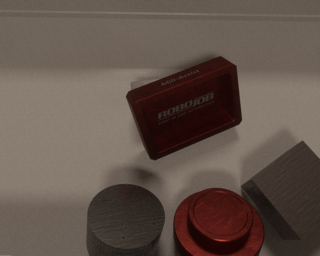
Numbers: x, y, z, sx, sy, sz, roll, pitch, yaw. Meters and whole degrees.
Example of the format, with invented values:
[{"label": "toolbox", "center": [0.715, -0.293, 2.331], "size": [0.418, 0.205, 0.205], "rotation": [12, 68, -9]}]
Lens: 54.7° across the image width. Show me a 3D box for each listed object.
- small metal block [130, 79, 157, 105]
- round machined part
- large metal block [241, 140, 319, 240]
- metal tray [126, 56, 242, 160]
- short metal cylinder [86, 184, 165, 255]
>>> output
[{"label": "small metal block", "center": [-0.011, -0.041, 0.411], "size": [0.050, 0.050, 0.025], "rotation": [-7, 70, -3]}, {"label": "round machined part", "center": [0.064, 0.105, 0.340], "size": [0.099, 0.042, 0.098], "rotation": [0, 38, 0]}, {"label": "large metal block", "center": [0.160, 0.075, 0.371], "size": [0.080, 0.050, 0.080], "rotation": [-34, 74, -12]}, {"label": "metal tray", "center": [0.034, -0.024, 0.384], "size": [0.131, 0.090, 0.030], "rotation": [-22, 36, -8]}, {"label": "short metal cylinder", "center": [-0.038, 0.108, 0.338], "size": [0.081, 0.050, 0.080], "rotation": [8, 38, -6]}]
